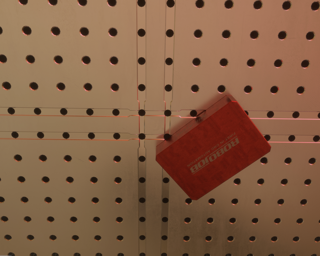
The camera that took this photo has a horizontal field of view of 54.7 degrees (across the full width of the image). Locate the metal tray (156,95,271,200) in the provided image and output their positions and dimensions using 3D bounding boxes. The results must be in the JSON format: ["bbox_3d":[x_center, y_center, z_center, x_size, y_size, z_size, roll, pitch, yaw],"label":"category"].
[{"bbox_3d":[0.070,0.029,0.423,0.130,0.030,0.090,-37,106,12],"label":"metal tray"}]
